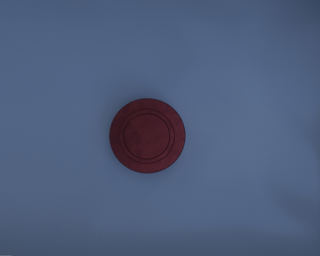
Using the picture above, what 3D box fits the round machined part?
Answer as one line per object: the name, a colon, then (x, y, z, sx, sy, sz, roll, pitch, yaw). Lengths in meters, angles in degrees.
round machined part: (-0.016, 0.010, 0.399, 0.099, 0.042, 0.097, 0, 90, -1)
